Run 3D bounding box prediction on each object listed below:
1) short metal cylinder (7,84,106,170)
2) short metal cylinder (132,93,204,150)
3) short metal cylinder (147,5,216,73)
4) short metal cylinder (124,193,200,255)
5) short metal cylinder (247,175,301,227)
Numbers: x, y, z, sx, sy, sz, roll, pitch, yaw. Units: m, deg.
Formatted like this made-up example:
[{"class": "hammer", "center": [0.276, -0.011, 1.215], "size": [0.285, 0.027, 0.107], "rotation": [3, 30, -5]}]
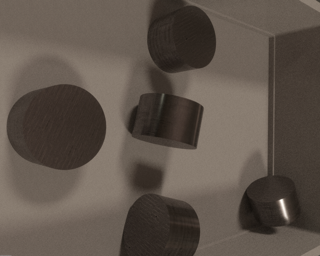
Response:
[{"class": "short metal cylinder", "center": [-0.101, -0.001, 0.306], "size": [0.081, 0.050, 0.079], "rotation": [0, 90, -40]}, {"class": "short metal cylinder", "center": [0.010, -0.006, 0.381], "size": [0.080, 0.080, 0.050], "rotation": [19, 78, -39]}, {"class": "short metal cylinder", "center": [0.030, -0.117, 0.417], "size": [0.081, 0.050, 0.079], "rotation": [0, 90, -40]}, {"class": "short metal cylinder", "center": [0.001, 0.124, 0.374], "size": [0.050, 0.080, 0.080], "rotation": [24, 75, -38]}, {"class": "short metal cylinder", "center": [0.198, 0.126, 0.541], "size": [0.081, 0.080, 0.050], "rotation": [-33, 111, -35]}]
